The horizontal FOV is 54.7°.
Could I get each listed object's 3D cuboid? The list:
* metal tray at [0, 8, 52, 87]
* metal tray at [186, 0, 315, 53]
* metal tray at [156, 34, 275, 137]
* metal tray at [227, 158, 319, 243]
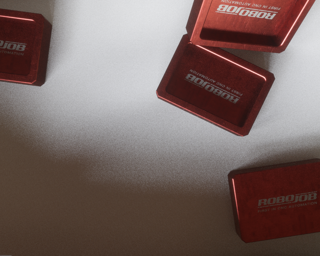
[{"bbox_3d":[-0.216,-0.108,0.405,0.131,0.030,0.089,7,90,-1],"label":"metal tray"},{"bbox_3d":[0.106,-0.139,0.367,0.131,0.089,0.030,2,50,-15],"label":"metal tray"},{"bbox_3d":[0.071,-0.055,0.409,0.131,0.030,0.090,26,90,-1],"label":"metal tray"},{"bbox_3d":[0.163,0.095,0.411,0.131,0.030,0.089,-8,90,-1],"label":"metal tray"}]
